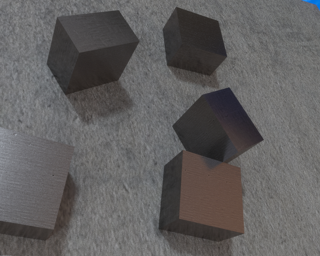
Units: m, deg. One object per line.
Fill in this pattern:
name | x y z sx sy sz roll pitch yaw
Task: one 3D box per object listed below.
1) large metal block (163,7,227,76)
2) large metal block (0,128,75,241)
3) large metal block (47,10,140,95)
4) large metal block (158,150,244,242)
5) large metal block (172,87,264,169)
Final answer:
large metal block | 0.055 -0.139 0.504 0.081 0.050 0.080 9 58 -24
large metal block | -0.133 0.052 0.285 0.081 0.050 0.080 17 55 -19
large metal block | -0.084 -0.093 0.381 0.081 0.080 0.050 -23 75 -37
large metal block | 0.049 0.082 0.366 0.081 0.050 0.080 18 55 -18
large metal block | 0.072 0.006 0.406 0.050 0.080 0.080 -18 72 -36
